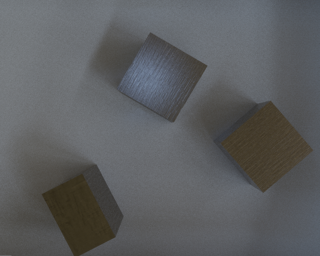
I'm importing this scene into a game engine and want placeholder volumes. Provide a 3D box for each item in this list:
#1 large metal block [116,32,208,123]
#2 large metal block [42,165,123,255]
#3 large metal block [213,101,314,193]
[{"bbox_3d":[0.002,-0.061,0.399,0.080,0.050,0.080,30,90,-1],"label":"large metal block"},{"bbox_3d":[-0.090,0.097,0.383,0.050,0.080,0.080,-27,90,0],"label":"large metal block"},{"bbox_3d":[0.130,0.023,0.401,0.080,0.050,0.080,-41,91,0],"label":"large metal block"}]
